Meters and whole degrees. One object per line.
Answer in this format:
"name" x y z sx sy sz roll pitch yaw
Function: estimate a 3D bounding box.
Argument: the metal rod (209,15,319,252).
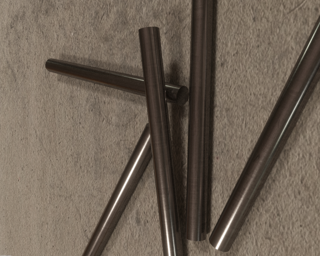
"metal rod" 0.119 -0.003 0.306 0.025 0.025 0.298 33 110 35

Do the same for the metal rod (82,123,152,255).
"metal rod" -0.070 0.124 0.460 0.025 0.025 0.298 41 114 32

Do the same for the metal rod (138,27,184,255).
"metal rod" 0.003 0.031 0.378 0.025 0.025 0.298 -3 95 39

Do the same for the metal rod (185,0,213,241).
"metal rod" 0.046 -0.019 0.365 0.025 0.025 0.298 3 92 39

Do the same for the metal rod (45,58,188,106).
"metal rod" -0.085 -0.077 0.472 0.300 0.025 0.025 18 102 38
